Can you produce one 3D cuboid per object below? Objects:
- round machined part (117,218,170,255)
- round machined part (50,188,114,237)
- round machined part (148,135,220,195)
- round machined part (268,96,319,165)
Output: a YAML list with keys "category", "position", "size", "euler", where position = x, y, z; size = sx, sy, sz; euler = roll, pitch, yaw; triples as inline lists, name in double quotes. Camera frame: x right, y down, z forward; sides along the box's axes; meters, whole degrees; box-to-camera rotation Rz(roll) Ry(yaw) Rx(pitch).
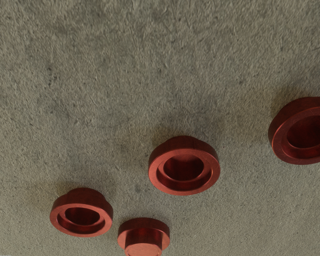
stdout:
- category: "round machined part"
  position: [-0.030, 0.212, 0.576]
  size: [0.099, 0.042, 0.097]
  euler: [0, 130, 0]
- category: "round machined part"
  position: [-0.126, 0.136, 0.510]
  size: [0.099, 0.042, 0.097]
  euler: [0, 130, 0]
- category: "round machined part"
  position: [0.033, 0.049, 0.438]
  size: [0.099, 0.042, 0.097]
  euler: [0, 130, 0]
- category: "round machined part"
  position: [0.188, -0.001, 0.397]
  size: [0.099, 0.042, 0.097]
  euler: [0, 130, 0]
